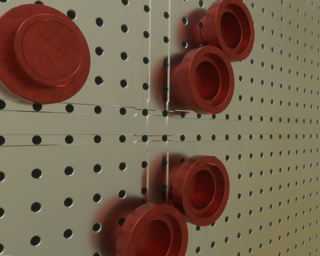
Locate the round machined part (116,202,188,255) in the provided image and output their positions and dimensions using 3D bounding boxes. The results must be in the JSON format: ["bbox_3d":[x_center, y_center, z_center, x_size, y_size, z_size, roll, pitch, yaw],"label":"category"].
[{"bbox_3d":[-0.014,0.141,0.389,0.099,0.042,0.097,0,90,-40],"label":"round machined part"}]

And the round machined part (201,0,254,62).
[{"bbox_3d":[0.103,-0.151,0.487,0.099,0.042,0.097,0,90,-40],"label":"round machined part"}]

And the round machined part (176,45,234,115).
[{"bbox_3d":[0.062,-0.068,0.452,0.099,0.042,0.097,0,90,-40],"label":"round machined part"}]

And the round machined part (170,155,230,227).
[{"bbox_3d":[0.053,0.087,0.445,0.099,0.042,0.097,0,90,-40],"label":"round machined part"}]

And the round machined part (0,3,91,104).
[{"bbox_3d":[-0.113,-0.073,0.305,0.099,0.042,0.097,0,90,-40],"label":"round machined part"}]
